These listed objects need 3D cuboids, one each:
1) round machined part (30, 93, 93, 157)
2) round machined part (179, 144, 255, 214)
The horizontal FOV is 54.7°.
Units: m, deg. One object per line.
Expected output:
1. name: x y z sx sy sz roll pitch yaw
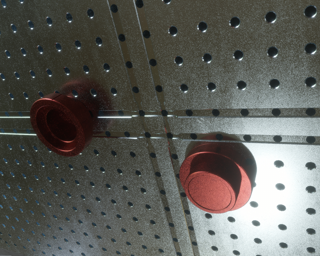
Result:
1. round machined part: -0.142 -0.008 0.468 0.098 0.042 0.097 13 124 20
2. round machined part: 0.071 0.073 0.407 0.098 0.042 0.097 13 124 20
